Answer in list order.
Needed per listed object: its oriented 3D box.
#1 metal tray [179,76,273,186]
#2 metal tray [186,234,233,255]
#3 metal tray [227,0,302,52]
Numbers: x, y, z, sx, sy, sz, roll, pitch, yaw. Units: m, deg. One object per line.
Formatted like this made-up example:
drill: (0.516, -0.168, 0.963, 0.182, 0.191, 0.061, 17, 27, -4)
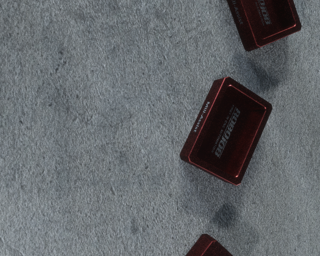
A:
metal tray: (0.096, 0.004, 0.441, 0.090, 0.030, 0.130, 29, 81, -18)
metal tray: (0.057, 0.226, 0.428, 0.090, 0.030, 0.130, 46, 76, -15)
metal tray: (0.149, -0.191, 0.460, 0.091, 0.030, 0.129, -25, 99, -18)
